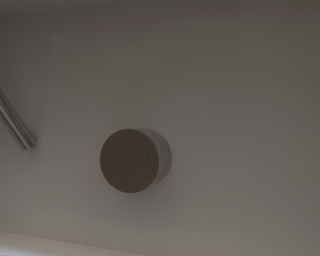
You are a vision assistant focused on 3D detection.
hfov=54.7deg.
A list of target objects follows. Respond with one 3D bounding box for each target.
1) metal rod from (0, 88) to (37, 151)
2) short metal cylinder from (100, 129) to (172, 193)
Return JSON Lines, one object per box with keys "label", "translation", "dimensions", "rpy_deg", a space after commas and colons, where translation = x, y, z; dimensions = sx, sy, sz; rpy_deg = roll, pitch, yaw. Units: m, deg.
{"label": "metal rod", "translation": [-0.265, -0.096, 0.429], "dimensions": [0.025, 0.025, 0.299], "rpy_deg": [-19, 112, 19]}
{"label": "short metal cylinder", "translation": [-0.031, 0.041, 0.407], "dimensions": [0.080, 0.050, 0.079], "rpy_deg": [0, 90, 19]}
